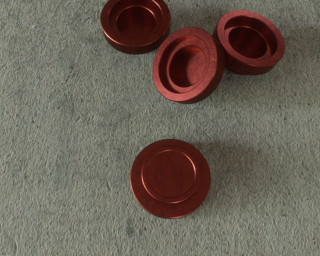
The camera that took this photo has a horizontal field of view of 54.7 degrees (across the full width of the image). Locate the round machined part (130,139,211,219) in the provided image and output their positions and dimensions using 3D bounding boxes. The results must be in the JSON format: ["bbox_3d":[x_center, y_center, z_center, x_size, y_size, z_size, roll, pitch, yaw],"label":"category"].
[{"bbox_3d":[0.013,0.059,0.377,0.099,0.042,0.098,0,70,0],"label":"round machined part"}]

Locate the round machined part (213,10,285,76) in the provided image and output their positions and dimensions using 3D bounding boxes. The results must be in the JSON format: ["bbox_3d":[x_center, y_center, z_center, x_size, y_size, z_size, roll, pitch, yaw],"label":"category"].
[{"bbox_3d":[0.118,-0.113,0.434,0.099,0.042,0.098,5,63,-10],"label":"round machined part"}]

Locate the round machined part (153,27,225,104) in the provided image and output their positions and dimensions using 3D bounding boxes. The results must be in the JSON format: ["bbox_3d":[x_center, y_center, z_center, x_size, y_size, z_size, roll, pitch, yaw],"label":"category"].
[{"bbox_3d":[0.042,-0.079,0.411,0.098,0.042,0.097,-5,81,36],"label":"round machined part"}]

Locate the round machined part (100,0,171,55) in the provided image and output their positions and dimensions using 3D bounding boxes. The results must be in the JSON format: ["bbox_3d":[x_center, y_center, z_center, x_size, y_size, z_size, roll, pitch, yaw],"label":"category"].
[{"bbox_3d":[-0.034,-0.148,0.453,0.099,0.042,0.098,0,70,0],"label":"round machined part"}]
